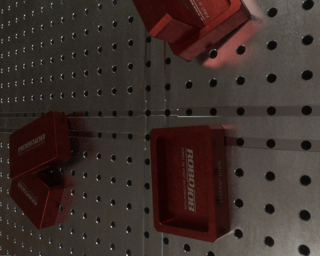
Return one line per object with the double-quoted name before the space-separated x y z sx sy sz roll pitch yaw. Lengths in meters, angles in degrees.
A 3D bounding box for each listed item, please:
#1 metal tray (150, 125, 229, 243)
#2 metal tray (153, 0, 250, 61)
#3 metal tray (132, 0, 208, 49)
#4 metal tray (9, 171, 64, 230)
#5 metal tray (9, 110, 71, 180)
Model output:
"metal tray" 0.033 0.063 0.376 0.090 0.030 0.129 -4 87 39
"metal tray" 0.033 -0.157 0.365 0.090 0.030 0.130 -33 72 25
"metal tray" 0.004 -0.156 0.361 0.030 0.091 0.130 -38 67 34
"metal tray" -0.244 0.123 0.603 0.130 0.030 0.089 28 108 36
"metal tray" -0.220 0.034 0.561 0.130 0.030 0.090 -24 65 27
